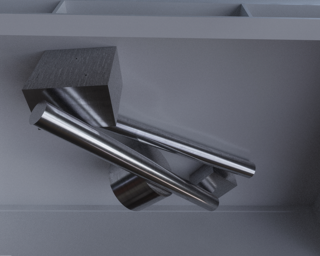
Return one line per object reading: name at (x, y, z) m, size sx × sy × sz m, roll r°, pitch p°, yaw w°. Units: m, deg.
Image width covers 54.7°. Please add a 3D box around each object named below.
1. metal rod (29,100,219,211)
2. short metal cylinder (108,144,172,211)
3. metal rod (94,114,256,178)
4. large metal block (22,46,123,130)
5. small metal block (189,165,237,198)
metal rod at (-0.015, 0.050, 0.373) m, size 0.025 × 0.025 × 0.301 m, roll -33°, pitch 136°, yaw 24°
short metal cylinder at (-0.024, 0.067, 0.427) m, size 0.050 × 0.080 × 0.080 m, roll -33°, pitch 123°, yaw 24°
metal rod at (-0.001, 0.015, 0.420) m, size 0.302 × 0.025 × 0.025 m, roll 19°, pitch 127°, yaw -17°
large metal block at (-0.087, -0.045, 0.333) m, size 0.080 × 0.080 × 0.050 m, roll -3°, pitch 130°, yaw 2°
small metal block at (0.082, 0.082, 0.479) m, size 0.050 × 0.025 × 0.050 m, roll 31°, pitch 123°, yaw -24°
